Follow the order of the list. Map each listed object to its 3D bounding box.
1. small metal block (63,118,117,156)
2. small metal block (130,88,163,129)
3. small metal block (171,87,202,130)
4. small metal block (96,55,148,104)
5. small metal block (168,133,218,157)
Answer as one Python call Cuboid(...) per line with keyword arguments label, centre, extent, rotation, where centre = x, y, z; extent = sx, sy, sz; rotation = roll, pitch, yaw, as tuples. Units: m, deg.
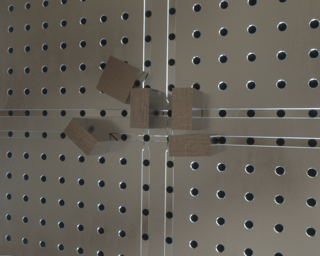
Cuboid(label="small metal block", centre=(-0.097, 0.011, 0.434), extent=(0.050, 0.050, 0.025), rotation=(41, 103, 15))
Cuboid(label="small metal block", centre=(-0.017, -0.024, 0.406), extent=(0.025, 0.050, 0.050), rotation=(1, 91, 20))
Cuboid(label="small metal block", centre=(0.034, -0.023, 0.387), extent=(0.025, 0.050, 0.050), rotation=(1, 91, 20))
Cuboid(label="small metal block", centre=(-0.053, -0.066, 0.432), extent=(0.050, 0.025, 0.050), rotation=(29, 99, 17))
Cuboid(label="small metal block", centre=(0.043, 0.021, 0.384), extent=(0.050, 0.050, 0.025), rotation=(-2, 89, 20))
